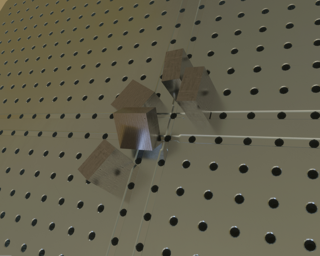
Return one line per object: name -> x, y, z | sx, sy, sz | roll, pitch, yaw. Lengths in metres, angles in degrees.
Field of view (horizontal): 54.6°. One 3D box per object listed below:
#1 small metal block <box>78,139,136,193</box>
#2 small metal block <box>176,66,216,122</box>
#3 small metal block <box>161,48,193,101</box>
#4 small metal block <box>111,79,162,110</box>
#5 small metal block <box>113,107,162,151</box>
small metal block -> -0.067, 0.050, 0.398 | 0.025, 0.050, 0.050 | 35, 81, 38
small metal block -> 0.047, -0.042, 0.394 | 0.025, 0.050, 0.050 | 2, 63, 29
small metal block -> 0.027, -0.071, 0.422 | 0.025, 0.050, 0.050 | -6, 59, 25
small metal block -> -0.035, -0.036, 0.450 | 0.050, 0.025, 0.050 | 34, 81, 38
small metal block -> -0.029, 0.000, 0.406 | 0.050, 0.050, 0.025 | 1, 21, 29
